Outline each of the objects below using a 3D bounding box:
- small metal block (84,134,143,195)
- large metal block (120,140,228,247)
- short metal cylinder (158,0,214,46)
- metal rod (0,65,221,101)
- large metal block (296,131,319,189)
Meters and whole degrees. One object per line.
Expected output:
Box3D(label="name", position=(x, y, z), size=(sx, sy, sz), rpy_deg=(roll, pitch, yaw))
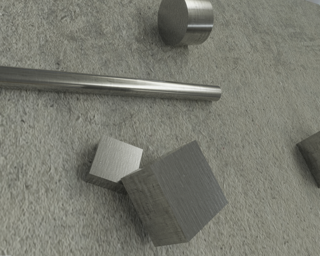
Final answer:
Box3D(label="small metal block", position=(-0.052, 0.042, 0.350), size=(0.050, 0.025, 0.050), rpy_deg=(22, 53, -15))
Box3D(label="large metal block", position=(0.018, 0.069, 0.337), size=(0.081, 0.050, 0.080), rpy_deg=(-24, 87, -47))
Box3D(label="short metal cylinder", position=(0.039, -0.173, 0.495), size=(0.050, 0.080, 0.080), rpy_deg=(-11, 68, -33))
Box3D(label="metal rod", position=(-0.046, -0.055, 0.412), size=(0.303, 0.025, 0.025), rpy_deg=(1, 62, -28))
Box3D(label="large metal block", position=(0.289, 0.048, 0.514), size=(0.081, 0.050, 0.080), rpy_deg=(-5, 64, -30))
